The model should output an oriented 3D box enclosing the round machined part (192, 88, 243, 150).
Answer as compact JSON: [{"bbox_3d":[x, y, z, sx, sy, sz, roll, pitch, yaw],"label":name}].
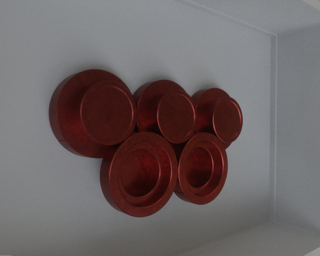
[{"bbox_3d":[0.087,-0.012,0.465,0.099,0.042,0.097,1,89,-39],"label":"round machined part"}]

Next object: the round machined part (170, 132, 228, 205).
[{"bbox_3d":[0.047,0.054,0.433,0.099,0.042,0.097,0,90,-40],"label":"round machined part"}]

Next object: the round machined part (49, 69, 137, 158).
[{"bbox_3d":[-0.065,-0.015,0.338,0.099,0.042,0.097,1,89,-41],"label":"round machined part"}]

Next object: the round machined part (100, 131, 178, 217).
[{"bbox_3d":[-0.028,0.052,0.369,0.099,0.042,0.097,0,90,-40],"label":"round machined part"}]

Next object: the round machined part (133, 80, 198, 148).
[{"bbox_3d":[0.010,-0.014,0.401,0.099,0.042,0.097,1,89,-39],"label":"round machined part"}]
